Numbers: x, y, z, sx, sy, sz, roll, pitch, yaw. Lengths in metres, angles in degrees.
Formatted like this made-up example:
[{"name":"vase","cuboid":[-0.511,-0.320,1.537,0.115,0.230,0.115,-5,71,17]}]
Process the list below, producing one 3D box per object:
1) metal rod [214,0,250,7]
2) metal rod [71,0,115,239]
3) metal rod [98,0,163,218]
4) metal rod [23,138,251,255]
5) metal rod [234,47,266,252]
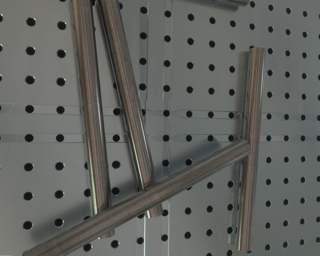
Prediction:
[{"name":"metal rod","cuboid":[-0.014,-0.202,0.408,0.302,0.025,0.025,4,89,-21]},{"name":"metal rod","cuboid":[-0.083,-0.014,0.382,0.025,0.025,0.298,-6,92,-20]},{"name":"metal rod","cuboid":[-0.038,-0.031,0.399,0.025,0.025,0.298,-13,95,-20]},{"name":"metal rod","cuboid":[-0.012,0.085,0.381,0.302,0.025,0.025,-25,99,-19]},{"name":"metal rod","cuboid":[0.135,0.030,0.464,0.025,0.025,0.298,5,88,-20]}]
